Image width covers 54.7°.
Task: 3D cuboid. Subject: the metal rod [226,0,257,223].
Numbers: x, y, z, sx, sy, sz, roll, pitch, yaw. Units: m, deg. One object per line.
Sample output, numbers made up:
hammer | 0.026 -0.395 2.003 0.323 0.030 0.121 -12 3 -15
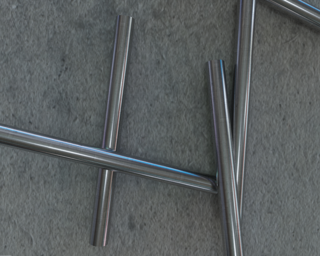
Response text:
metal rod | 0.106 -0.020 0.411 0.025 0.025 0.298 4 90 -1

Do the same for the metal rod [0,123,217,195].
metal rod | -0.068 0.038 0.382 0.302 0.025 0.025 15 90 -11

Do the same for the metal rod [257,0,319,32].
metal rod | 0.136 -0.182 0.411 0.301 0.025 0.025 27 90 -1

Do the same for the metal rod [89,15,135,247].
metal rod | -0.063 0.003 0.409 0.025 0.025 0.298 7 90 -1

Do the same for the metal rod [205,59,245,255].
metal rod | 0.084 0.061 0.391 0.025 0.025 0.298 -4 82 -1
